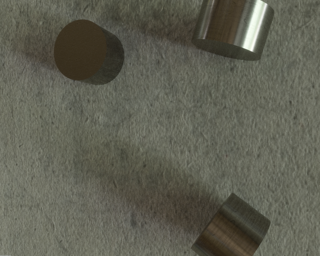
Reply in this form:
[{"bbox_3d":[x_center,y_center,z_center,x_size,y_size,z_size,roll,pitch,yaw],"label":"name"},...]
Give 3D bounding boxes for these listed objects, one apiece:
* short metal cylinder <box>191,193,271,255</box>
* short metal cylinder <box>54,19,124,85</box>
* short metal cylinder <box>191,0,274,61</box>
[{"bbox_3d":[0.079,0.121,0.351,0.050,0.080,0.080,37,102,16],"label":"short metal cylinder"},{"bbox_3d":[-0.097,-0.102,0.429,0.080,0.050,0.079,0,90,19],"label":"short metal cylinder"},{"bbox_3d":[0.081,-0.112,0.351,0.080,0.080,0.050,18,96,19],"label":"short metal cylinder"}]
